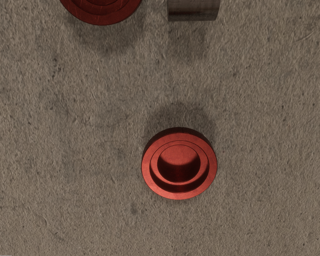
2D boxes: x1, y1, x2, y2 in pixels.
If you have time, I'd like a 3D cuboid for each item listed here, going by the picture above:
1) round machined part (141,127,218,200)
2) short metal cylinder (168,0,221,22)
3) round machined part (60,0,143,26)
[{"bbox_3d":[0.025,0.044,0.417,0.099,0.042,0.097,0,110,-1],"label":"round machined part"},{"bbox_3d":[0.033,-0.154,0.324,0.050,0.080,0.079,-1,110,0],"label":"short metal cylinder"},{"bbox_3d":[-0.063,-0.164,0.339,0.099,0.042,0.097,0,110,-1],"label":"round machined part"}]
